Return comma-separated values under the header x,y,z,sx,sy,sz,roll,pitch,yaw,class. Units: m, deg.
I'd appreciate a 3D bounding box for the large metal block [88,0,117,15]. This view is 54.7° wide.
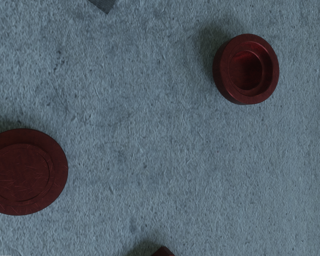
x,y,z,sx,sy,sz,roll,pitch,yaw,class
-0.073,-0.187,0.353,0.080,0.080,0.050,33,79,-17,large metal block

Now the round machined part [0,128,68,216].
x,y,z,sx,sy,sz,roll,pitch,yaw,class
-0.153,0.049,0.344,0.099,0.042,0.097,0,90,-21,round machined part

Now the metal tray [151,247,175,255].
x,y,z,sx,sy,sz,roll,pitch,yaw,class
0.011,0.238,0.412,0.090,0.030,0.130,-37,102,-17,metal tray

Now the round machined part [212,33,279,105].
x,y,z,sx,sy,sz,roll,pitch,yaw,class
0.118,-0.081,0.445,0.099,0.042,0.097,0,90,-21,round machined part
